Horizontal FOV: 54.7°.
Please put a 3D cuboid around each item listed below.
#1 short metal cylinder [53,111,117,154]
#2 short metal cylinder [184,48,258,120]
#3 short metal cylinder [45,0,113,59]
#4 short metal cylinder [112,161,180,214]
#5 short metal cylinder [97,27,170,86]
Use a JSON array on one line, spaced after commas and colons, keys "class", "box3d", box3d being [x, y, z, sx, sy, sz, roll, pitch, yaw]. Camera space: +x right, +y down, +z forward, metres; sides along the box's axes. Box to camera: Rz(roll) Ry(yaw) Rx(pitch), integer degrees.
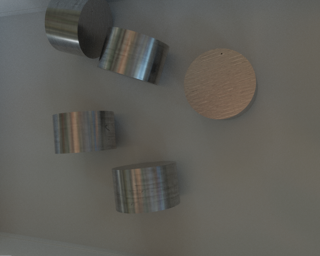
[{"class": "short metal cylinder", "box3d": [-0.100, 0.006, 0.415, 0.080, 0.080, 0.050, -5, 89, 19]}, {"class": "short metal cylinder", "box3d": [0.074, -0.050, 0.371, 0.080, 0.050, 0.079, 0, 90, 19]}, {"class": "short metal cylinder", "box3d": [-0.107, -0.138, 0.418, 0.050, 0.080, 0.079, 16, 96, 19]}, {"class": "short metal cylinder", "box3d": [-0.017, 0.071, 0.387, 0.080, 0.080, 0.050, -7, 88, 19]}, {"class": "short metal cylinder", "box3d": [-0.033, -0.089, 0.392, 0.080, 0.080, 0.050, 19, 96, 18]}]
